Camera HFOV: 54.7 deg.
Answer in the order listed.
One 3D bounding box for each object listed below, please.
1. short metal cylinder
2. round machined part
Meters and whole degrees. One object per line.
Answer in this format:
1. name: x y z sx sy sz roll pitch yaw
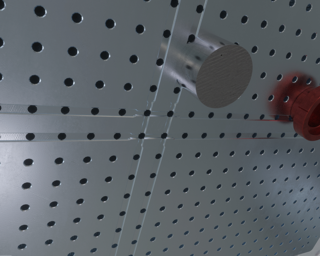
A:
1. short metal cylinder: 0.067 -0.071 0.387 0.081 0.050 0.079 -14 124 -21
2. round machined part: 0.264 -0.030 0.526 0.099 0.042 0.097 -14 124 -21
